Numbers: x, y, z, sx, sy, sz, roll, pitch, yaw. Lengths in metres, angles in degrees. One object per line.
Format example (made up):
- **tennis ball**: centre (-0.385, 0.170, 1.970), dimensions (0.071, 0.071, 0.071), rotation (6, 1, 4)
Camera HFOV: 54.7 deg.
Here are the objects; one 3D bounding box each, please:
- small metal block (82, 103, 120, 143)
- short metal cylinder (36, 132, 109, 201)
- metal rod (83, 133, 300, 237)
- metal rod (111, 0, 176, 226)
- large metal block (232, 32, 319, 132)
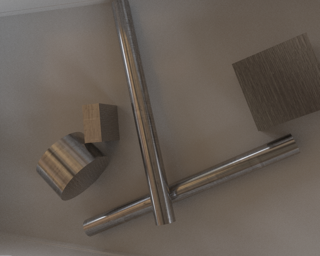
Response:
- **small metal block**: centre (-0.080, -0.006, 0.424), dimensions (0.025, 0.050, 0.050), rotation (-5, 88, 20)
- **short metal cylinder**: centre (-0.117, 0.052, 0.421), dimensions (0.050, 0.080, 0.080), rotation (42, 103, 15)
- **metal rod**: centre (0.027, 0.080, 0.400), dimensions (0.300, 0.025, 0.025), rotation (-26, 82, 17)
- **metal rod**: centre (-0.024, -0.028, 0.402), dimensions (0.025, 0.025, 0.299), rotation (-16, 79, 19)
- **large metal block**: centre (0.137, -0.047, 0.349), dimensions (0.080, 0.050, 0.080), rotation (-22, 83, 18)
